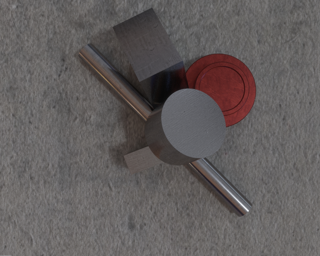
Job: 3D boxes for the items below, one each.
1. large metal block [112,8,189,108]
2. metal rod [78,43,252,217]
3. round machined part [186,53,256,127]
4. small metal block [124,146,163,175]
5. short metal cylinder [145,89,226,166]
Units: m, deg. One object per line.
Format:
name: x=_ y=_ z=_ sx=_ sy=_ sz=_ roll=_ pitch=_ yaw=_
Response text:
large metal block: x=-0.008 y=-0.079 z=0.373 sx=0.050 sy=0.080 sz=0.080 roll=-26 pitch=68 yaw=1
metal rod: x=0.007 y=0.003 z=0.412 sx=0.025 sy=0.025 sz=0.300 roll=-45 pitch=91 yaw=0
round machined part: x=0.077 y=-0.049 z=0.403 sx=0.099 sy=0.042 sz=0.097 roll=0 pitch=90 yaw=-1
small metal block: x=-0.016 y=0.036 z=0.399 sx=0.050 sy=0.050 sz=0.025 roll=-21 pitch=90 yaw=-1
short metal cylinder: x=0.029 y=0.000 z=0.362 sx=0.081 sy=0.050 sz=0.080 roll=7 pitch=72 yaw=-22
